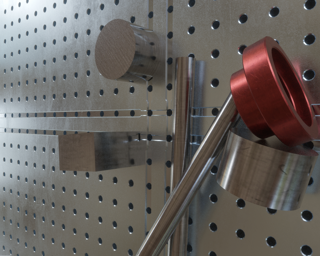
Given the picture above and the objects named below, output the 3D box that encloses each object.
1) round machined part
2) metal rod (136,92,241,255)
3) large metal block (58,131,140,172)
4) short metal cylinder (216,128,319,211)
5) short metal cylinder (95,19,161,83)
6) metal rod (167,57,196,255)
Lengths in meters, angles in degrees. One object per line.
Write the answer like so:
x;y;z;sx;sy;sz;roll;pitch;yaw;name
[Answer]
0.099;-0.028;0.279;0.042;0.099;0.098;-26;74;34;round machined part
0.034;0.064;0.356;0.025;0.025;0.298;37;105;34;metal rod
-0.087;0.032;0.446;0.080;0.081;0.050;-5;87;40;large metal block
0.099;0.035;0.292;0.080;0.081;0.050;22;104;38;short metal cylinder
-0.045;-0.104;0.430;0.080;0.050;0.080;0;90;40;short metal cylinder
0.026;0.063;0.388;0.025;0.025;0.298;4;93;40;metal rod
